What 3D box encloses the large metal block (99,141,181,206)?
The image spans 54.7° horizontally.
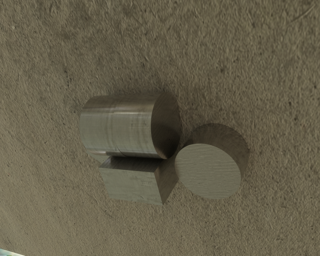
[{"bbox_3d":[-0.021,0.054,0.418,0.080,0.080,0.050,1,119,28],"label":"large metal block"}]

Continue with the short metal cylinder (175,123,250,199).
[{"bbox_3d":[0.065,0.040,0.382,0.080,0.050,0.079,13,124,21],"label":"short metal cylinder"}]

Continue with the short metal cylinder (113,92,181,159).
[{"bbox_3d":[-0.013,-0.003,0.378,0.050,0.080,0.080,1,119,28],"label":"short metal cylinder"}]

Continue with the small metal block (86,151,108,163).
[{"bbox_3d":[-0.078,0.028,0.468,0.050,0.025,0.050,33,129,6],"label":"small metal block"}]

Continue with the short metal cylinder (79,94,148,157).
[{"bbox_3d":[-0.058,-0.003,0.402,0.050,0.080,0.080,1,119,28],"label":"short metal cylinder"}]
